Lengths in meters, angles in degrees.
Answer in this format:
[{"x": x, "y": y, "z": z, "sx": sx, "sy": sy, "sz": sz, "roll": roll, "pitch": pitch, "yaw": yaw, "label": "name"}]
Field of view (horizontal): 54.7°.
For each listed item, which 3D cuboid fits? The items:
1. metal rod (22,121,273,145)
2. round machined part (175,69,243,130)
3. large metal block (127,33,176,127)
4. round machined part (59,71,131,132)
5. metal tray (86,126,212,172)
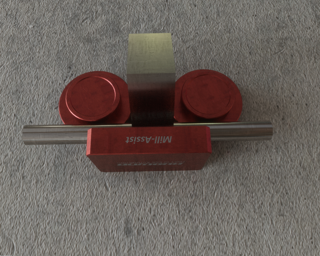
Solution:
[{"x": -0.014, "y": 0.006, "z": 0.385, "sx": 0.302, "sy": 0.025, "sz": 0.025, "roll": -1, "pitch": 70, "yaw": -1, "label": "metal rod"}, {"x": 0.061, "y": -0.037, "z": 0.414, "sx": 0.099, "sy": 0.042, "sz": 0.098, "roll": 0, "pitch": 70, "yaw": -1, "label": "round machined part"}, {"x": -0.010, "y": -0.057, "z": 0.373, "sx": 0.050, "sy": 0.080, "sz": 0.080, "roll": -2, "pitch": 47, "yaw": -2, "label": "large metal block"}, {"x": -0.085, "y": -0.034, "z": 0.410, "sx": 0.099, "sy": 0.042, "sz": 0.098, "roll": 0, "pitch": 70, "yaw": -1, "label": "round machined part"}, {"x": -0.012, "y": 0.027, "z": 0.364, "sx": 0.131, "sy": 0.090, "sz": 0.030, "roll": -1, "pitch": 70, "yaw": -1, "label": "metal tray"}]
